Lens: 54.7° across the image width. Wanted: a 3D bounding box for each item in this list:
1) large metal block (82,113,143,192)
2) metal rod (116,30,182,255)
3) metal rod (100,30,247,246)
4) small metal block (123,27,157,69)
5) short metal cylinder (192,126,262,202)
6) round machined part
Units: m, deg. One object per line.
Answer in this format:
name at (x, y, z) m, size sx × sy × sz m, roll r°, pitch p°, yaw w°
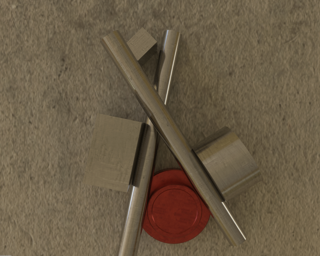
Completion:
large metal block at (-0.053, 0.027, 0.383) m, size 0.050 × 0.080 × 0.080 m, roll 12°, pitch 90°, yaw 0°
metal rod at (-0.013, 0.020, 0.396) m, size 0.025 × 0.025 × 0.298 m, roll 12°, pitch 84°, yaw -1°
metal rod at (0.022, 0.020, 0.377) m, size 0.025 × 0.025 × 0.299 m, roll -33°, pitch 99°, yaw 0°
small metal block at (-0.030, -0.096, 0.398) m, size 0.050 × 0.050 × 0.025 m, roll -45°, pitch 91°, yaw 0°
short metal cylinder at (0.081, 0.045, 0.385) m, size 0.050 × 0.080 × 0.080 m, roll -32°, pitch 90°, yaw 0°
round machined part at (0.018, 0.103, 0.404) m, size 0.099 × 0.042 × 0.097 m, roll 0°, pitch 90°, yaw -1°
